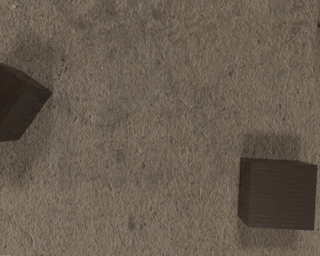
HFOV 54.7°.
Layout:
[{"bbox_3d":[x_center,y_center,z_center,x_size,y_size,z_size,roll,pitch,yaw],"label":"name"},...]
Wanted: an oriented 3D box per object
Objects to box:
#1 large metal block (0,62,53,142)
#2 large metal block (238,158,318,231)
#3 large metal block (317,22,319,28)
[{"bbox_3d":[-0.189,-0.030,0.380,0.050,0.080,0.080,35,90,-1],"label":"large metal block"},{"bbox_3d":[0.149,0.082,0.400,0.081,0.050,0.079,3,90,-1],"label":"large metal block"},{"bbox_3d":[0.262,-0.153,0.386,0.050,0.080,0.080,43,90,-1],"label":"large metal block"}]
